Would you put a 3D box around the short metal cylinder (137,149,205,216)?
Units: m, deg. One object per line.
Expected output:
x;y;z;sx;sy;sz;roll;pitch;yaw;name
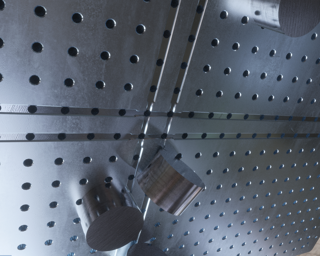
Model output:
0.015;0.074;0.430;0.080;0.080;0.050;33;100;-38;short metal cylinder

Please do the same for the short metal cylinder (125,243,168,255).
-0.026;0.237;0.509;0.081;0.080;0.050;11;113;-33;short metal cylinder

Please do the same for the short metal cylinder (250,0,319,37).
0.161;-0.159;0.385;0.081;0.050;0.079;-14;124;-21;short metal cylinder

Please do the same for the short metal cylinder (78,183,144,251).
-0.069;0.124;0.434;0.081;0.050;0.079;-14;124;-21;short metal cylinder
